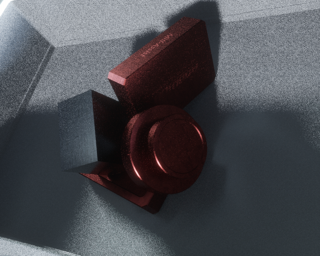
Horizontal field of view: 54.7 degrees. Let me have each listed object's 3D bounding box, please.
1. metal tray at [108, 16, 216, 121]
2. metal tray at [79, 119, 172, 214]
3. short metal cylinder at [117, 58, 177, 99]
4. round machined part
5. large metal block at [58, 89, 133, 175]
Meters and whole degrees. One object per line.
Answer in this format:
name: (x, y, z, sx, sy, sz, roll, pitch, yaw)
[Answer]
metal tray: (0.009, -0.062, 0.374, 0.131, 0.090, 0.030, -42, 46, -21)
metal tray: (-0.039, 0.040, 0.394, 0.130, 0.030, 0.090, 19, 71, 35)
short metal cylinder: (-0.014, -0.067, 0.416, 0.080, 0.050, 0.080, -24, 28, 14)
round machined part: (0.011, 0.021, 0.332, 0.042, 0.098, 0.098, -17, 49, 56)
large metal block: (-0.071, 0.010, 0.368, 0.050, 0.080, 0.080, -17, 71, 25)
